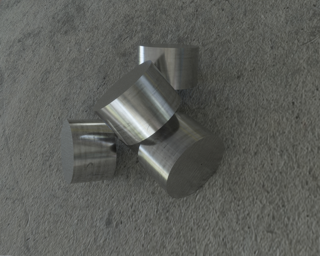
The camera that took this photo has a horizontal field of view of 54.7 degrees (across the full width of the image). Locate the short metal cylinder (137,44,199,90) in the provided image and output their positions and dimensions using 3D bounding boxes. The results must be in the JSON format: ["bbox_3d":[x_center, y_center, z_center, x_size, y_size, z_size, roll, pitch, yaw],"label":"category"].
[{"bbox_3d":[0.010,-0.083,0.408,0.080,0.081,0.050,15,113,34],"label":"short metal cylinder"}]

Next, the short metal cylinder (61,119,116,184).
[{"bbox_3d":[-0.093,0.029,0.394,0.080,0.050,0.079,7,97,62],"label":"short metal cylinder"}]

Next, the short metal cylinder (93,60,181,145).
[{"bbox_3d":[-0.025,-0.027,0.333,0.080,0.050,0.080,-35,21,16],"label":"short metal cylinder"}]

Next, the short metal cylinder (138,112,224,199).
[{"bbox_3d":[0.023,0.030,0.339,0.080,0.080,0.050,-47,51,-4],"label":"short metal cylinder"}]

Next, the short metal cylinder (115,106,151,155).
[{"bbox_3d":[-0.018,-0.007,0.403,0.080,0.050,0.080,-13,56,20],"label":"short metal cylinder"}]
